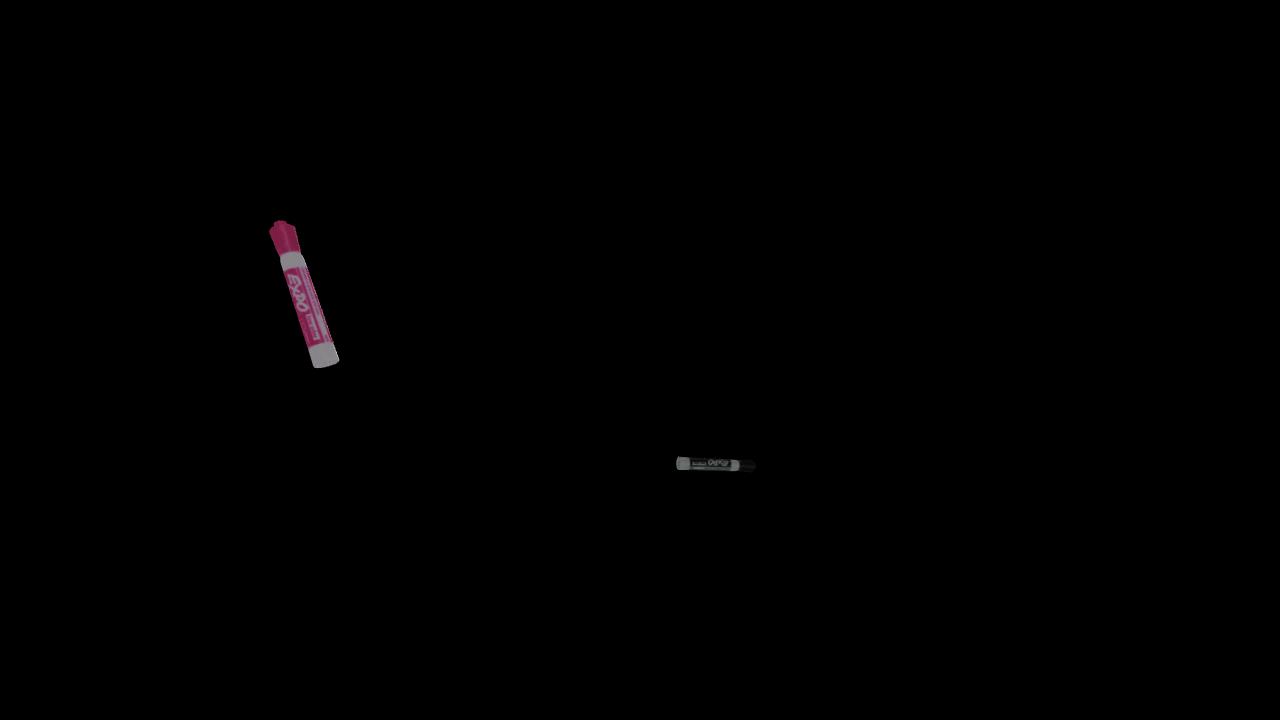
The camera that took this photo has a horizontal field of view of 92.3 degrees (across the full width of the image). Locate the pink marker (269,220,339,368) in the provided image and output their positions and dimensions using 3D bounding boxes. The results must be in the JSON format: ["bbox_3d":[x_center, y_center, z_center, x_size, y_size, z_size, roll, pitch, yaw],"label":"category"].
[{"bbox_3d":[-0.266,-0.053,0.485,0.020,0.121,0.020,-20,-4,-1],"label":"pink marker"}]

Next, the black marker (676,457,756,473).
[{"bbox_3d":[0.113,0.153,0.899,0.121,0.020,0.020,4,-1,-14],"label":"black marker"}]
